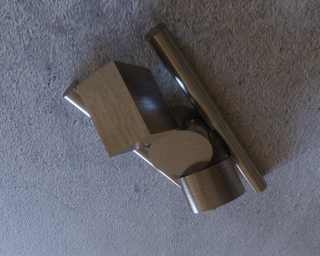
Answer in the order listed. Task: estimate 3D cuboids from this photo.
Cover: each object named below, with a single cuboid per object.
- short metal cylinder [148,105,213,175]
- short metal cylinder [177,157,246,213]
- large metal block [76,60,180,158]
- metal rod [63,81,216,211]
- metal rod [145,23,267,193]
[{"bbox_3d":[0.026,0.017,0.407,0.081,0.050,0.079,0,130,0],"label":"short metal cylinder"},{"bbox_3d":[0.071,0.078,0.432,0.080,0.080,0.050,-25,84,19],"label":"short metal cylinder"},{"bbox_3d":[-0.031,-0.021,0.334,0.050,0.080,0.080,-30,83,22],"label":"large metal block"},{"bbox_3d":[-0.010,0.040,0.442,0.025,0.025,0.300,-33,123,25],"label":"metal rod"},{"bbox_3d":[0.075,-0.005,0.404,0.025,0.025,0.300,-26,126,20],"label":"metal rod"}]
